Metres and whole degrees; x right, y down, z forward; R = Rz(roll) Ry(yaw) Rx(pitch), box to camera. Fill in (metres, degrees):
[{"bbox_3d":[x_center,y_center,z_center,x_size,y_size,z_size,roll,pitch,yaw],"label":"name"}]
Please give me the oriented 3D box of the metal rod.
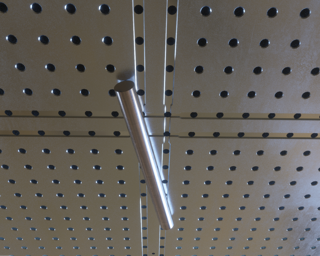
[{"bbox_3d":[-0.015,0.062,0.463,0.025,0.025,0.298,-8,130,6],"label":"metal rod"}]
